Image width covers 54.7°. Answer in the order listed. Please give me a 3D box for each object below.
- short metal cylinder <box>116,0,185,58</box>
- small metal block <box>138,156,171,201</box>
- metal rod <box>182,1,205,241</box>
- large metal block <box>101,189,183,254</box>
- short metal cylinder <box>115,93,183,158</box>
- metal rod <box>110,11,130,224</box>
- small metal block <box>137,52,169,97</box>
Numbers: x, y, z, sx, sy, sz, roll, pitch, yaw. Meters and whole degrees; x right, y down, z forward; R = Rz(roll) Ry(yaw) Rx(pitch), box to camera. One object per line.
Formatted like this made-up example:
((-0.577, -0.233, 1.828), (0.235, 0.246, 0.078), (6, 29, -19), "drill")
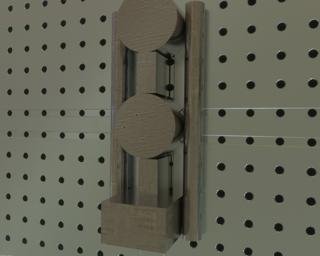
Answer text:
((-0.009, -0.132, 0.402), (0.080, 0.050, 0.080), (0, 90, 20), "short metal cylinder")
((-0.006, 0.063, 0.400), (0.025, 0.050, 0.050), (0, 90, 20), "small metal block")
((0.043, -0.008, 0.396), (0.025, 0.025, 0.298), (1, 90, 20), "metal rod")
((-0.018, 0.112, 0.390), (0.080, 0.080, 0.050), (1, 91, 20), "large metal block")
((-0.011, -0.003, 0.403), (0.080, 0.050, 0.080), (0, 90, 20), "short metal cylinder")
((-0.056, -0.009, 0.431), (0.025, 0.025, 0.298), (1, 90, 20), "metal rod")
((-0.008, -0.068, 0.401), (0.025, 0.050, 0.050), (1, 90, 20), "small metal block")
